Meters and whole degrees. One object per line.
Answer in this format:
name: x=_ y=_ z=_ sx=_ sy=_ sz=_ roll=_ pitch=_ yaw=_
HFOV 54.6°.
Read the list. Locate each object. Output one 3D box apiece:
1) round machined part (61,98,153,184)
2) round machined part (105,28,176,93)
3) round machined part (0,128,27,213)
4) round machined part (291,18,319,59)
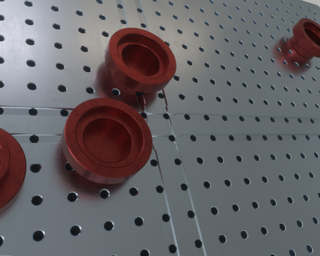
round machined part: x=-0.062 y=0.017 z=0.353 sx=0.099 sy=0.042 sz=0.098 roll=13 pitch=56 yaw=-21
round machined part: x=-0.030 y=-0.089 z=0.435 sx=0.099 sy=0.042 sz=0.098 roll=13 pitch=56 yaw=-21
round machined part: x=-0.175 y=0.035 z=0.282 sx=0.099 sy=0.042 sz=0.098 roll=13 pitch=56 yaw=-21
round machined part: x=0.335 y=-0.195 z=0.695 sx=0.099 sy=0.042 sz=0.098 roll=13 pitch=56 yaw=-21
